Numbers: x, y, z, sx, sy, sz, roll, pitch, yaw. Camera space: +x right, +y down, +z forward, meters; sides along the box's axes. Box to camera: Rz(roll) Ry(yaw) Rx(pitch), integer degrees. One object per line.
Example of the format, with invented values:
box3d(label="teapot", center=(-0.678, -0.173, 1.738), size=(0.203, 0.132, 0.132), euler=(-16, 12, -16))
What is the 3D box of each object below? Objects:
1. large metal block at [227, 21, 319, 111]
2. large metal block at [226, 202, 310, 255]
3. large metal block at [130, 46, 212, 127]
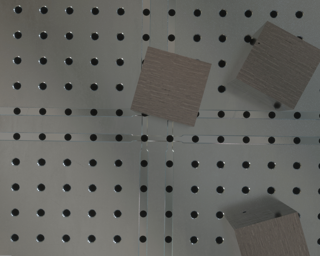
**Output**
box3d(label="large metal block", center=(0.147, -0.077, 0.402), size=(0.080, 0.050, 0.080), euler=(29, 90, 0))
box3d(label="large metal block", center=(0.140, 0.151, 0.402), size=(0.080, 0.050, 0.080), euler=(-16, 90, 0))
box3d(label="large metal block", center=(0.014, -0.050, 0.401), size=(0.080, 0.050, 0.080), euler=(15, 90, 0))
